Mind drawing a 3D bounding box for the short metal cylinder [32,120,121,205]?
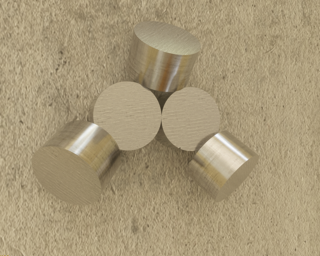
[{"bbox_3d":[-0.090,0.038,0.341,0.080,0.080,0.050,48,35,-14],"label":"short metal cylinder"}]

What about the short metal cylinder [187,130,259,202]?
[{"bbox_3d":[0.082,0.050,0.405,0.080,0.080,0.050,-39,61,-16],"label":"short metal cylinder"}]

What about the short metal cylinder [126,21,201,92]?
[{"bbox_3d":[0.003,-0.088,0.376,0.081,0.080,0.050,2,132,-20],"label":"short metal cylinder"}]

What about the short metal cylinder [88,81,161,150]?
[{"bbox_3d":[-0.045,-0.014,0.380,0.081,0.050,0.080,0,90,-20],"label":"short metal cylinder"}]

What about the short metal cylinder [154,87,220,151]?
[{"bbox_3d":[0.031,-0.011,0.408,0.081,0.050,0.080,0,90,-20],"label":"short metal cylinder"}]
